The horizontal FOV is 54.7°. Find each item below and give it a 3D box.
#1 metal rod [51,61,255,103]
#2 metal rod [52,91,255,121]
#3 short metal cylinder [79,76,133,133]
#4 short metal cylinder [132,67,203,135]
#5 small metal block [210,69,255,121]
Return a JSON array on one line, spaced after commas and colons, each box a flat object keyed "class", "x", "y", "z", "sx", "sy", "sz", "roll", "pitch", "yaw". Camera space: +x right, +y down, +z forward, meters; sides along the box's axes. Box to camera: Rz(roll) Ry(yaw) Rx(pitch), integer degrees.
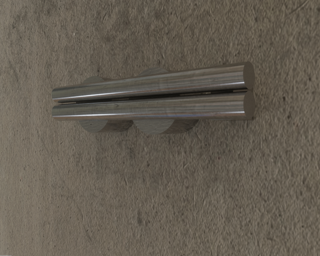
[{"class": "metal rod", "x": -0.036, "y": -0.048, "z": 0.370, "sx": 0.300, "sy": 0.025, "sz": 0.025, "roll": 1, "pitch": 91, "yaw": 40}, {"class": "metal rod", "x": -0.036, "y": -0.022, "z": 0.370, "sx": 0.300, "sy": 0.025, "sz": 0.025, "roll": 1, "pitch": 91, "yaw": 40}, {"class": "short metal cylinder", "x": -0.078, "y": -0.033, "z": 0.454, "sx": 0.080, "sy": 0.050, "sz": 0.080, "roll": 0, "pitch": 90, "yaw": 40}, {"class": "short metal cylinder", "x": 0.007, "y": -0.032, "z": 0.385, "sx": 0.080, "sy": 0.050, "sz": 0.080, "roll": 0, "pitch": 90, "yaw": 40}, {"class": "small metal block", "x": 0.077, "y": -0.033, "z": 0.328, "sx": 0.025, "sy": 0.050, "sz": 0.050, "roll": -2, "pitch": 88, "yaw": 40}]
